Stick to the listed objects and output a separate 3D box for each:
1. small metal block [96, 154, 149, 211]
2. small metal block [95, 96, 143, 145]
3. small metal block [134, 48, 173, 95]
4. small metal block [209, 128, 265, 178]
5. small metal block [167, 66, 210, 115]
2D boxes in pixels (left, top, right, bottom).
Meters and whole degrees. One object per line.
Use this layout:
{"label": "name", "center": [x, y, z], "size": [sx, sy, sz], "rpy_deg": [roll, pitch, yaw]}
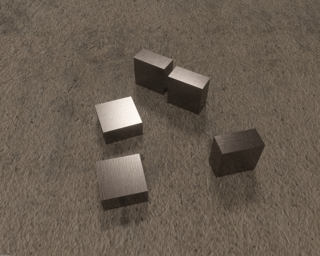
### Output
{"label": "small metal block", "center": [-0.043, 0.061, 0.352], "size": [0.050, 0.025, 0.050], "rpy_deg": [-10, 51, -9]}
{"label": "small metal block", "center": [-0.055, -0.011, 0.412], "size": [0.050, 0.025, 0.050], "rpy_deg": [-15, 52, -13]}
{"label": "small metal block", "center": [-0.010, -0.082, 0.456], "size": [0.050, 0.050, 0.025], "rpy_deg": [25, 54, 19]}
{"label": "small metal block", "center": [0.088, 0.030, 0.363], "size": [0.050, 0.050, 0.025], "rpy_deg": [-11, 51, -9]}
{"label": "small metal block", "center": [0.039, -0.052, 0.431], "size": [0.050, 0.050, 0.025], "rpy_deg": [23, 54, 18]}
